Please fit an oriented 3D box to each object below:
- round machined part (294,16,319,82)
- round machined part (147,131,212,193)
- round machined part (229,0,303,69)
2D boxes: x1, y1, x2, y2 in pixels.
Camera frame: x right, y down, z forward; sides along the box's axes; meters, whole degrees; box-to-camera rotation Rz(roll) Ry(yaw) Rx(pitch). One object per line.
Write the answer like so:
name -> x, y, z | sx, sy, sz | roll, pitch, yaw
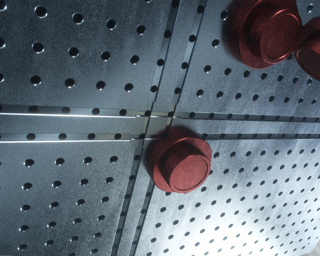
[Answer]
round machined part -> 0.226, -0.100, 0.424 | 0.042, 0.098, 0.098 | -43, 129, 1
round machined part -> 0.035, 0.056, 0.453 | 0.099, 0.042, 0.097 | -14, 124, -21
round machined part -> 0.143, -0.123, 0.402 | 0.099, 0.042, 0.097 | -14, 124, -21
